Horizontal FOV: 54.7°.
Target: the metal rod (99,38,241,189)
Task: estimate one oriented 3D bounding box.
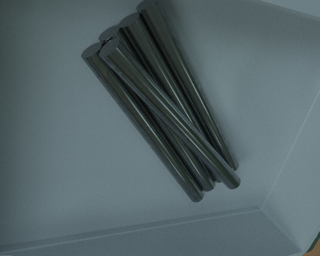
[{"bbox_3d":[0.033,0.004,0.394,0.025,0.025,0.300,-44,129,2],"label":"metal rod"}]

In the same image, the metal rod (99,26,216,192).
[{"bbox_3d":[0.013,-0.002,0.413,0.025,0.025,0.300,-37,129,-3],"label":"metal rod"}]

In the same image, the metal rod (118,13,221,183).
[{"bbox_3d":[0.034,-0.016,0.415,0.025,0.025,0.300,-37,129,-3],"label":"metal rod"}]

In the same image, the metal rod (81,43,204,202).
[{"bbox_3d":[-0.005,0.015,0.414,0.025,0.025,0.300,-37,129,-3],"label":"metal rod"}]

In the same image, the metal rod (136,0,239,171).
[{"bbox_3d":[0.052,-0.033,0.415,0.025,0.025,0.300,-37,129,-3],"label":"metal rod"}]
